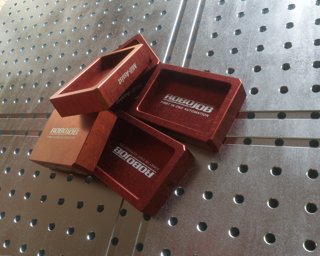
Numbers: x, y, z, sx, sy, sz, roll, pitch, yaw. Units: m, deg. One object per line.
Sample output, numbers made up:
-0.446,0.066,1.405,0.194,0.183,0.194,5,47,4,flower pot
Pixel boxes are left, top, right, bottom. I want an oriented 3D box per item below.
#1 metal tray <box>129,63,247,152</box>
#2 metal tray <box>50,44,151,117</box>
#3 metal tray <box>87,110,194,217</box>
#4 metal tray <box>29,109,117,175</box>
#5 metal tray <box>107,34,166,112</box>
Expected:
0.034,-0.032,0.406,0.130,0.030,0.090,20,73,35,metal tray
-0.080,-0.069,0.435,0.090,0.030,0.130,-6,35,34,metal tray
-0.034,0.039,0.398,0.130,0.030,0.090,28,78,37,metal tray
-0.127,0.014,0.442,0.130,0.030,0.090,-1,61,44,metal tray
-0.063,-0.081,0.488,0.130,0.030,0.090,-34,50,5,metal tray
